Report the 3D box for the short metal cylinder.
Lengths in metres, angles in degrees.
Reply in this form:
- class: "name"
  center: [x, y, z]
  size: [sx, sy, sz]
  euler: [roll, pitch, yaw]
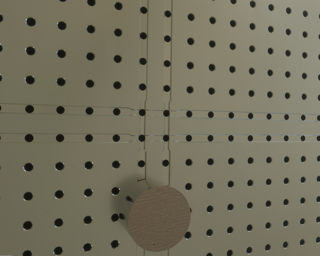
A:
- class: "short metal cylinder"
  center: [-0.008, 0.110, 0.398]
  size: [0.081, 0.050, 0.079]
  euler: [0, 90, -20]
